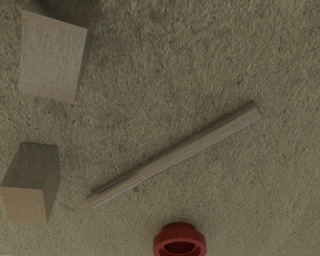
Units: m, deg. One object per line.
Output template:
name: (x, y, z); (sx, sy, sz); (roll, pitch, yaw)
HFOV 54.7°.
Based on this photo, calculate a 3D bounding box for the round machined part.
round machined part: (0.036, 0.212, 0.577); (0.099, 0.042, 0.097); (-1, 130, 0)

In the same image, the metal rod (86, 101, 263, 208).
metal rod: (0.006, 0.048, 0.448); (0.300, 0.025, 0.025); (-31, 124, 23)

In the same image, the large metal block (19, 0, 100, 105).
large metal block: (-0.095, -0.083, 0.299); (0.050, 0.080, 0.079); (14, 129, -12)

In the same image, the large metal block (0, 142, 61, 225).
large metal block: (-0.176, 0.078, 0.435); (0.050, 0.080, 0.079); (7, 130, -6)
